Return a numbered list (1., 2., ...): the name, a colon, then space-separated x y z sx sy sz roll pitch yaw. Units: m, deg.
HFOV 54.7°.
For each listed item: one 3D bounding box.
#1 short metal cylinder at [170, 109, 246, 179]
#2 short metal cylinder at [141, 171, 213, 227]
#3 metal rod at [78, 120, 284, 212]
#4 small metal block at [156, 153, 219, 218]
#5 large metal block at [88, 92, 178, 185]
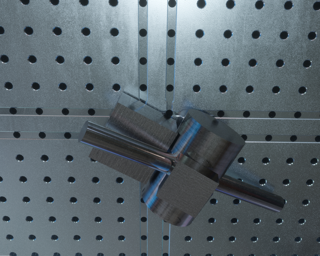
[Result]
1. short metal cylinder: 0.058 0.018 0.388 0.080 0.080 0.050 26 108 -10
2. short metal cylinder: 0.023 0.083 0.411 0.080 0.080 0.050 28 108 -10
3. metal rod: 0.045 0.057 0.389 0.302 0.025 0.025 23 109 -25
4. small metal block: 0.031 0.064 0.349 0.050 0.025 0.050 30 108 -2
5. large metal block: -0.033 0.013 0.398 0.080 0.050 0.080 28 108 -10
